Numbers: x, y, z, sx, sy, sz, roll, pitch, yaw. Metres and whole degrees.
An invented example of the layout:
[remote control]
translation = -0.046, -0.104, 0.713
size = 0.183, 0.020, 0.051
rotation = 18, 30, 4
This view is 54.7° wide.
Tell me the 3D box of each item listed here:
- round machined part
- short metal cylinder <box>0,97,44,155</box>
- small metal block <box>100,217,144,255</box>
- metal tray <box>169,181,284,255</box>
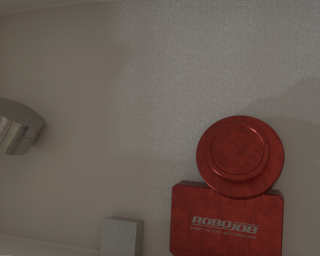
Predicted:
[round machined part]
translation = 0.089, 0.030, 0.353
size = 0.098, 0.042, 0.098
rotation = -6, 67, 16
[short metal cylinder]
translation = -0.222, -0.003, 0.458
size = 0.080, 0.080, 0.050
rotation = 35, 101, 16
[small metal block]
translation = -0.052, 0.151, 0.424
size = 0.050, 0.025, 0.050
rotation = 1, 81, 19
[metal tray]
translation = 0.080, 0.117, 0.379
size = 0.130, 0.030, 0.089
rotation = 3, 91, 19
